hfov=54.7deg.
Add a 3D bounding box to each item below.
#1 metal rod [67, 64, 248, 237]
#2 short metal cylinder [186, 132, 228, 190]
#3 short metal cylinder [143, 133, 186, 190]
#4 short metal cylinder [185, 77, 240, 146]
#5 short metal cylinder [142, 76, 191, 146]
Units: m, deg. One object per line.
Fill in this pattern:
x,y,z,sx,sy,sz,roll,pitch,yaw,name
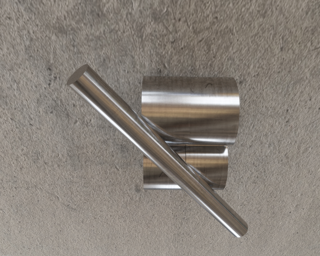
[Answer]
0.019,0.046,0.343,0.025,0.025,0.300,-30,125,22,metal rod
0.056,0.042,0.409,0.050,0.080,0.079,1,130,-1,short metal cylinder
0.005,0.042,0.408,0.050,0.080,0.079,1,130,-1,short metal cylinder
0.056,-0.019,0.357,0.050,0.080,0.079,1,130,-1,short metal cylinder
0.006,-0.020,0.356,0.050,0.080,0.079,1,130,-1,short metal cylinder
